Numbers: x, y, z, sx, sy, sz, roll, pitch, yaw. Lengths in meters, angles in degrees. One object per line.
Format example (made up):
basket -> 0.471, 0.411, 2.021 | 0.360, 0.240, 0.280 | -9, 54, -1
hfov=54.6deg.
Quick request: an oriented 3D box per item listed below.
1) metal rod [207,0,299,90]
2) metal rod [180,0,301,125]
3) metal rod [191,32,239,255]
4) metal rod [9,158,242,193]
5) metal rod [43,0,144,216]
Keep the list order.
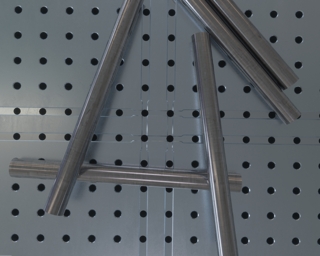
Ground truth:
metal rod -> 0.078, -0.173, 0.413 | 0.025, 0.025, 0.300 | -40, 90, 0
metal rod -> 0.081, -0.126, 0.413 | 0.025, 0.025, 0.300 | -40, 90, 0
metal rod -> 0.069, 0.024, 0.394 | 0.025, 0.025, 0.299 | -6, 82, 0
metal rod -> -0.044, 0.063, 0.413 | 0.302, 0.025, 0.025 | 4, 90, 0
metal rod -> -0.082, -0.037, 0.397 | 0.025, 0.025, 0.299 | 19, 84, 0
